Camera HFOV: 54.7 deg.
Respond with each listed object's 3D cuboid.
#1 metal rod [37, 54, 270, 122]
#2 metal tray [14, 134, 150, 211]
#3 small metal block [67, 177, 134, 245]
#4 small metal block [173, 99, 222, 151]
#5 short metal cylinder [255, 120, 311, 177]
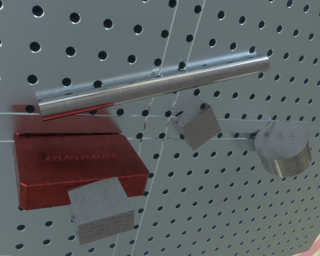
[{"bbox_3d":[0.009,-0.055,0.383,0.302,0.025,0.025,-15,125,-21],"label":"metal rod"},{"bbox_3d":[-0.089,0.043,0.347,0.131,0.090,0.030,-1,119,-29],"label":"metal tray"},{"bbox_3d":[-0.057,0.076,0.294,0.050,0.050,0.025,-10,123,-24],"label":"small metal block"},{"bbox_3d":[0.053,-0.004,0.440,0.050,0.025,0.050,-35,129,-5],"label":"small metal block"},{"bbox_3d":[0.203,0.034,0.511,0.080,0.080,0.050,-37,130,-4],"label":"short metal cylinder"}]
